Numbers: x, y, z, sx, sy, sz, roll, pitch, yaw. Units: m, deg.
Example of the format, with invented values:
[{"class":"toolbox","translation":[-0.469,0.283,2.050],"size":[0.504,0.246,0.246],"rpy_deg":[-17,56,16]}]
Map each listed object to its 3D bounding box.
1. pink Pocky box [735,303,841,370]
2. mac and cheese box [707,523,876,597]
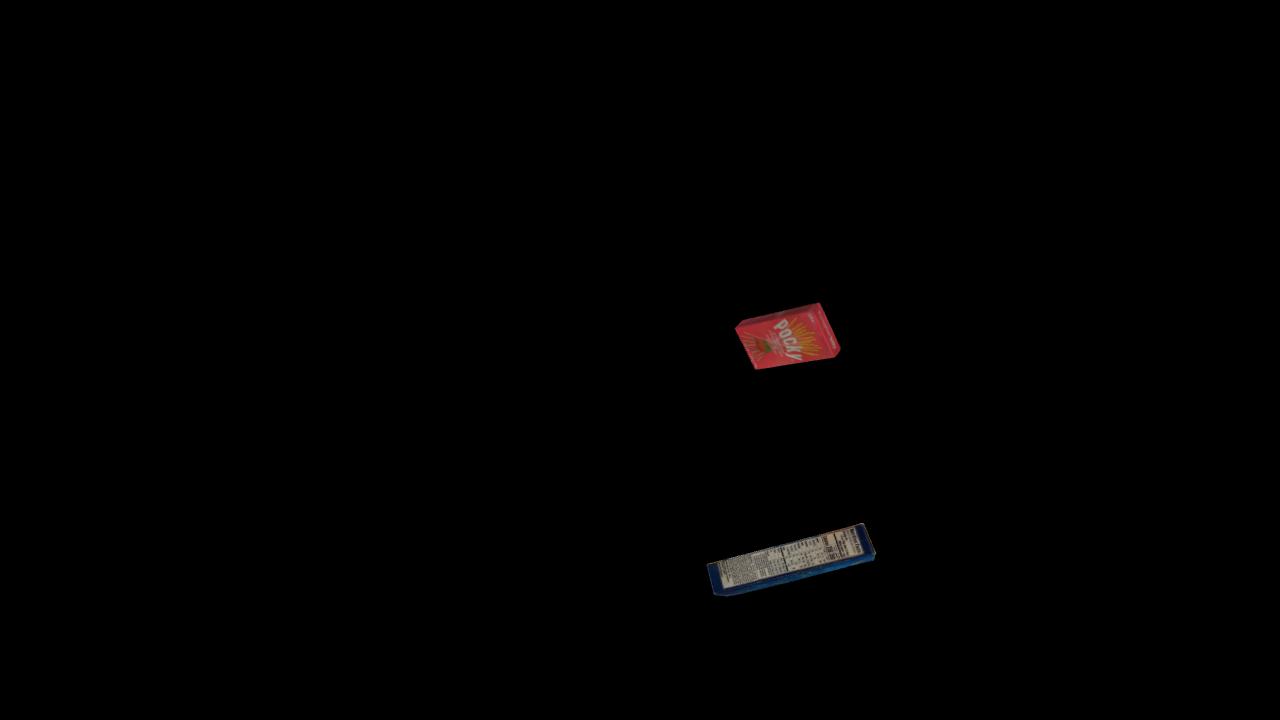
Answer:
[{"class":"pink Pocky box","translation":[0.229,-0.034,0.966],"size":[0.155,0.084,0.029],"rpy_deg":[-11,23,49]},{"class":"mac and cheese box","translation":[0.178,0.237,0.721],"size":[0.184,0.041,0.093],"rpy_deg":[-19,-27,12]}]
